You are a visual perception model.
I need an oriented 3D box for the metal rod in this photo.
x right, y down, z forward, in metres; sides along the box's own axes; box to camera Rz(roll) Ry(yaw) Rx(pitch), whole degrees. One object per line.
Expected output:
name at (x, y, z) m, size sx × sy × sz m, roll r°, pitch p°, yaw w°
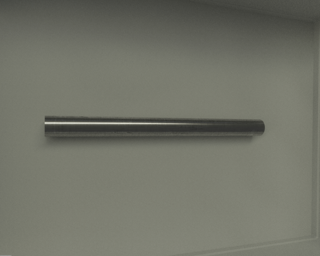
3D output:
metal rod at (0.008, -0.001, 0.412) m, size 0.303 × 0.025 × 0.025 m, roll 0°, pitch 90°, yaw -21°
